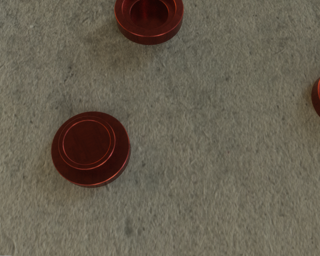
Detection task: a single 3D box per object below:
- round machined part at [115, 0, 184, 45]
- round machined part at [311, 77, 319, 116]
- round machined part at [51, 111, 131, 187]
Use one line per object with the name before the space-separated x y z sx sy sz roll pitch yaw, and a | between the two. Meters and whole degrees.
round machined part | -0.015 -0.163 0.459 0.099 0.042 0.098 0 70 -1
round machined part | 0.264 -0.046 0.419 0.099 0.042 0.098 0 70 -1
round machined part | -0.087 0.023 0.390 0.099 0.042 0.098 0 70 -1
